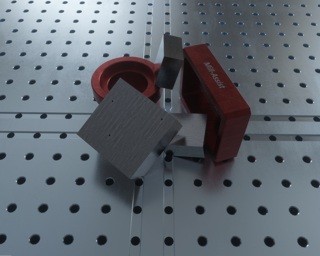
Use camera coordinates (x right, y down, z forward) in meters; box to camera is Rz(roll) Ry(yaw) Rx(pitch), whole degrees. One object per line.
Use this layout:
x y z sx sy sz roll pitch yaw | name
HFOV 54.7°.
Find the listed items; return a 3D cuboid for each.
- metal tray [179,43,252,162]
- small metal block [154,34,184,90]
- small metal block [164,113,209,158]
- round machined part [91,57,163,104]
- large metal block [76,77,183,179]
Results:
0.063 -0.034 0.394 0.030 0.089 0.130 -14 52 -12 | metal tray
0.011 -0.088 0.412 0.025 0.050 0.050 9 48 -11 | small metal block
0.034 0.009 0.394 0.050 0.025 0.050 2 54 16 | small metal block
-0.045 -0.055 0.442 0.099 0.042 0.098 0 50 0 | round machined part
-0.033 0.002 0.360 0.080 0.050 0.080 38 90 14 | large metal block
